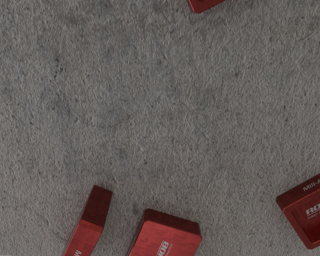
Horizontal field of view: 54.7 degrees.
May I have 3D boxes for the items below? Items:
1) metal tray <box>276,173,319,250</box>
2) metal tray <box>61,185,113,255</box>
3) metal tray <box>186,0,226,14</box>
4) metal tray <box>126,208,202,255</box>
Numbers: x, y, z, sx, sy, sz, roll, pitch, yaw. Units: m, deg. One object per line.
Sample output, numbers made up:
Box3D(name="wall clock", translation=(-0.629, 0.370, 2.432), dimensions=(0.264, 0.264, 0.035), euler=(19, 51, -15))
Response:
Box3D(name="metal tray", translation=(0.250, 0.110, 0.449), dimensions=(0.130, 0.030, 0.090), euler=(-33, 107, 11))
Box3D(name="metal tray", translation=(-0.110, 0.156, 0.431), dimensions=(0.030, 0.090, 0.129), euler=(24, 108, -9))
Box3D(name="metal tray", translation=(0.078, -0.195, 0.335), dimensions=(0.130, 0.030, 0.090), euler=(-25, 109, 8))
Box3D(name="metal tray", translation=(-0.001, 0.196, 0.479), dimensions=(0.091, 0.030, 0.129), euler=(19, 109, -7))
